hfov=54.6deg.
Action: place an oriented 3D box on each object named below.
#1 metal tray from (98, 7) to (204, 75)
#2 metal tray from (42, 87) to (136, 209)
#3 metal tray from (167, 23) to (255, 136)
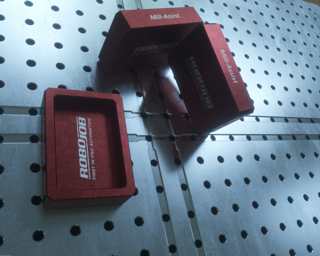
[{"bbox_3d":[-0.012,-0.123,0.434,0.131,0.090,0.030,-19,72,-35],"label":"metal tray"},{"bbox_3d":[-0.083,0.020,0.347,0.091,0.030,0.130,3,60,-27],"label":"metal tray"},{"bbox_3d":[0.065,-0.064,0.426,0.030,0.090,0.130,-14,79,-34],"label":"metal tray"}]
